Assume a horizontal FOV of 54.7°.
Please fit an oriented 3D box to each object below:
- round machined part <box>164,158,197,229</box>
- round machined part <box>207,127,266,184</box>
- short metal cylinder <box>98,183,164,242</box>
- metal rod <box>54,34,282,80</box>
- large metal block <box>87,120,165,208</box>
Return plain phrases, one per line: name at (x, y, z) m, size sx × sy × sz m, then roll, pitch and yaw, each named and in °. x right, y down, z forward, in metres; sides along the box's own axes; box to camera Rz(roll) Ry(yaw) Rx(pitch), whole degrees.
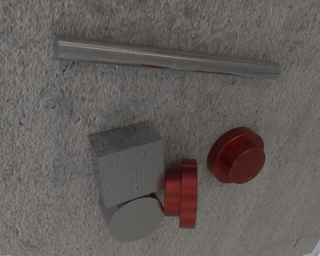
round machined part at (0.029, 0.092, 0.441) m, size 0.042 × 0.098 × 0.097 m, roll 2°, pitch 122°, yaw 3°
round machined part at (0.129, 0.051, 0.498) m, size 0.099 × 0.042 × 0.097 m, roll -14°, pitch 124°, yaw -21°
short metal cylinder at (-0.041, 0.114, 0.439) m, size 0.081 × 0.050 × 0.079 m, roll -14°, pitch 124°, yaw -21°
metal rod at (0.032, -0.080, 0.374) m, size 0.303 × 0.025 × 0.025 m, roll -1°, pitch 119°, yaw -28°
large metal block at (-0.042, 0.045, 0.396) m, size 0.081 × 0.050 × 0.079 m, roll -15°, pitch 125°, yaw -20°
